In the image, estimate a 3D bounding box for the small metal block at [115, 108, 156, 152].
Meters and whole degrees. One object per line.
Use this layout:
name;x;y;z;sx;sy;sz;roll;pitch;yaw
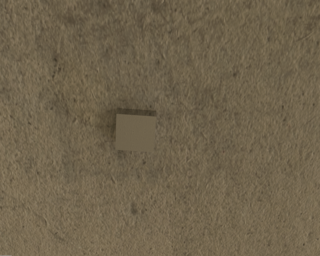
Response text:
small metal block;-0.032;0.003;0.410;0.050;0.025;0.050;4;110;-2
